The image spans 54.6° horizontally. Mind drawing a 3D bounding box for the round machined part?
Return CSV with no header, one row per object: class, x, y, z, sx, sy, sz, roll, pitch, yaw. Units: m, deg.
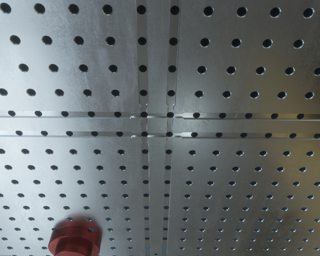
round machined part,-0.167,0.236,0.600,0.099,0.042,0.097,0,130,0
